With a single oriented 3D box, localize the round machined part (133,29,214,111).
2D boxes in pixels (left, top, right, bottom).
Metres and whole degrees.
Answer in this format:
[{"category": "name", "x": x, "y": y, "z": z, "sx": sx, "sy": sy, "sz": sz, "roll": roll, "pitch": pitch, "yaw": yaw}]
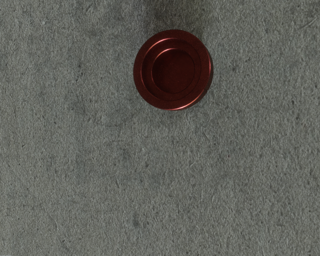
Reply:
[{"category": "round machined part", "x": 0.019, "y": -0.070, "z": 0.393, "sx": 0.098, "sy": 0.042, "sz": 0.097, "roll": 0, "pitch": 90, "yaw": 20}]
